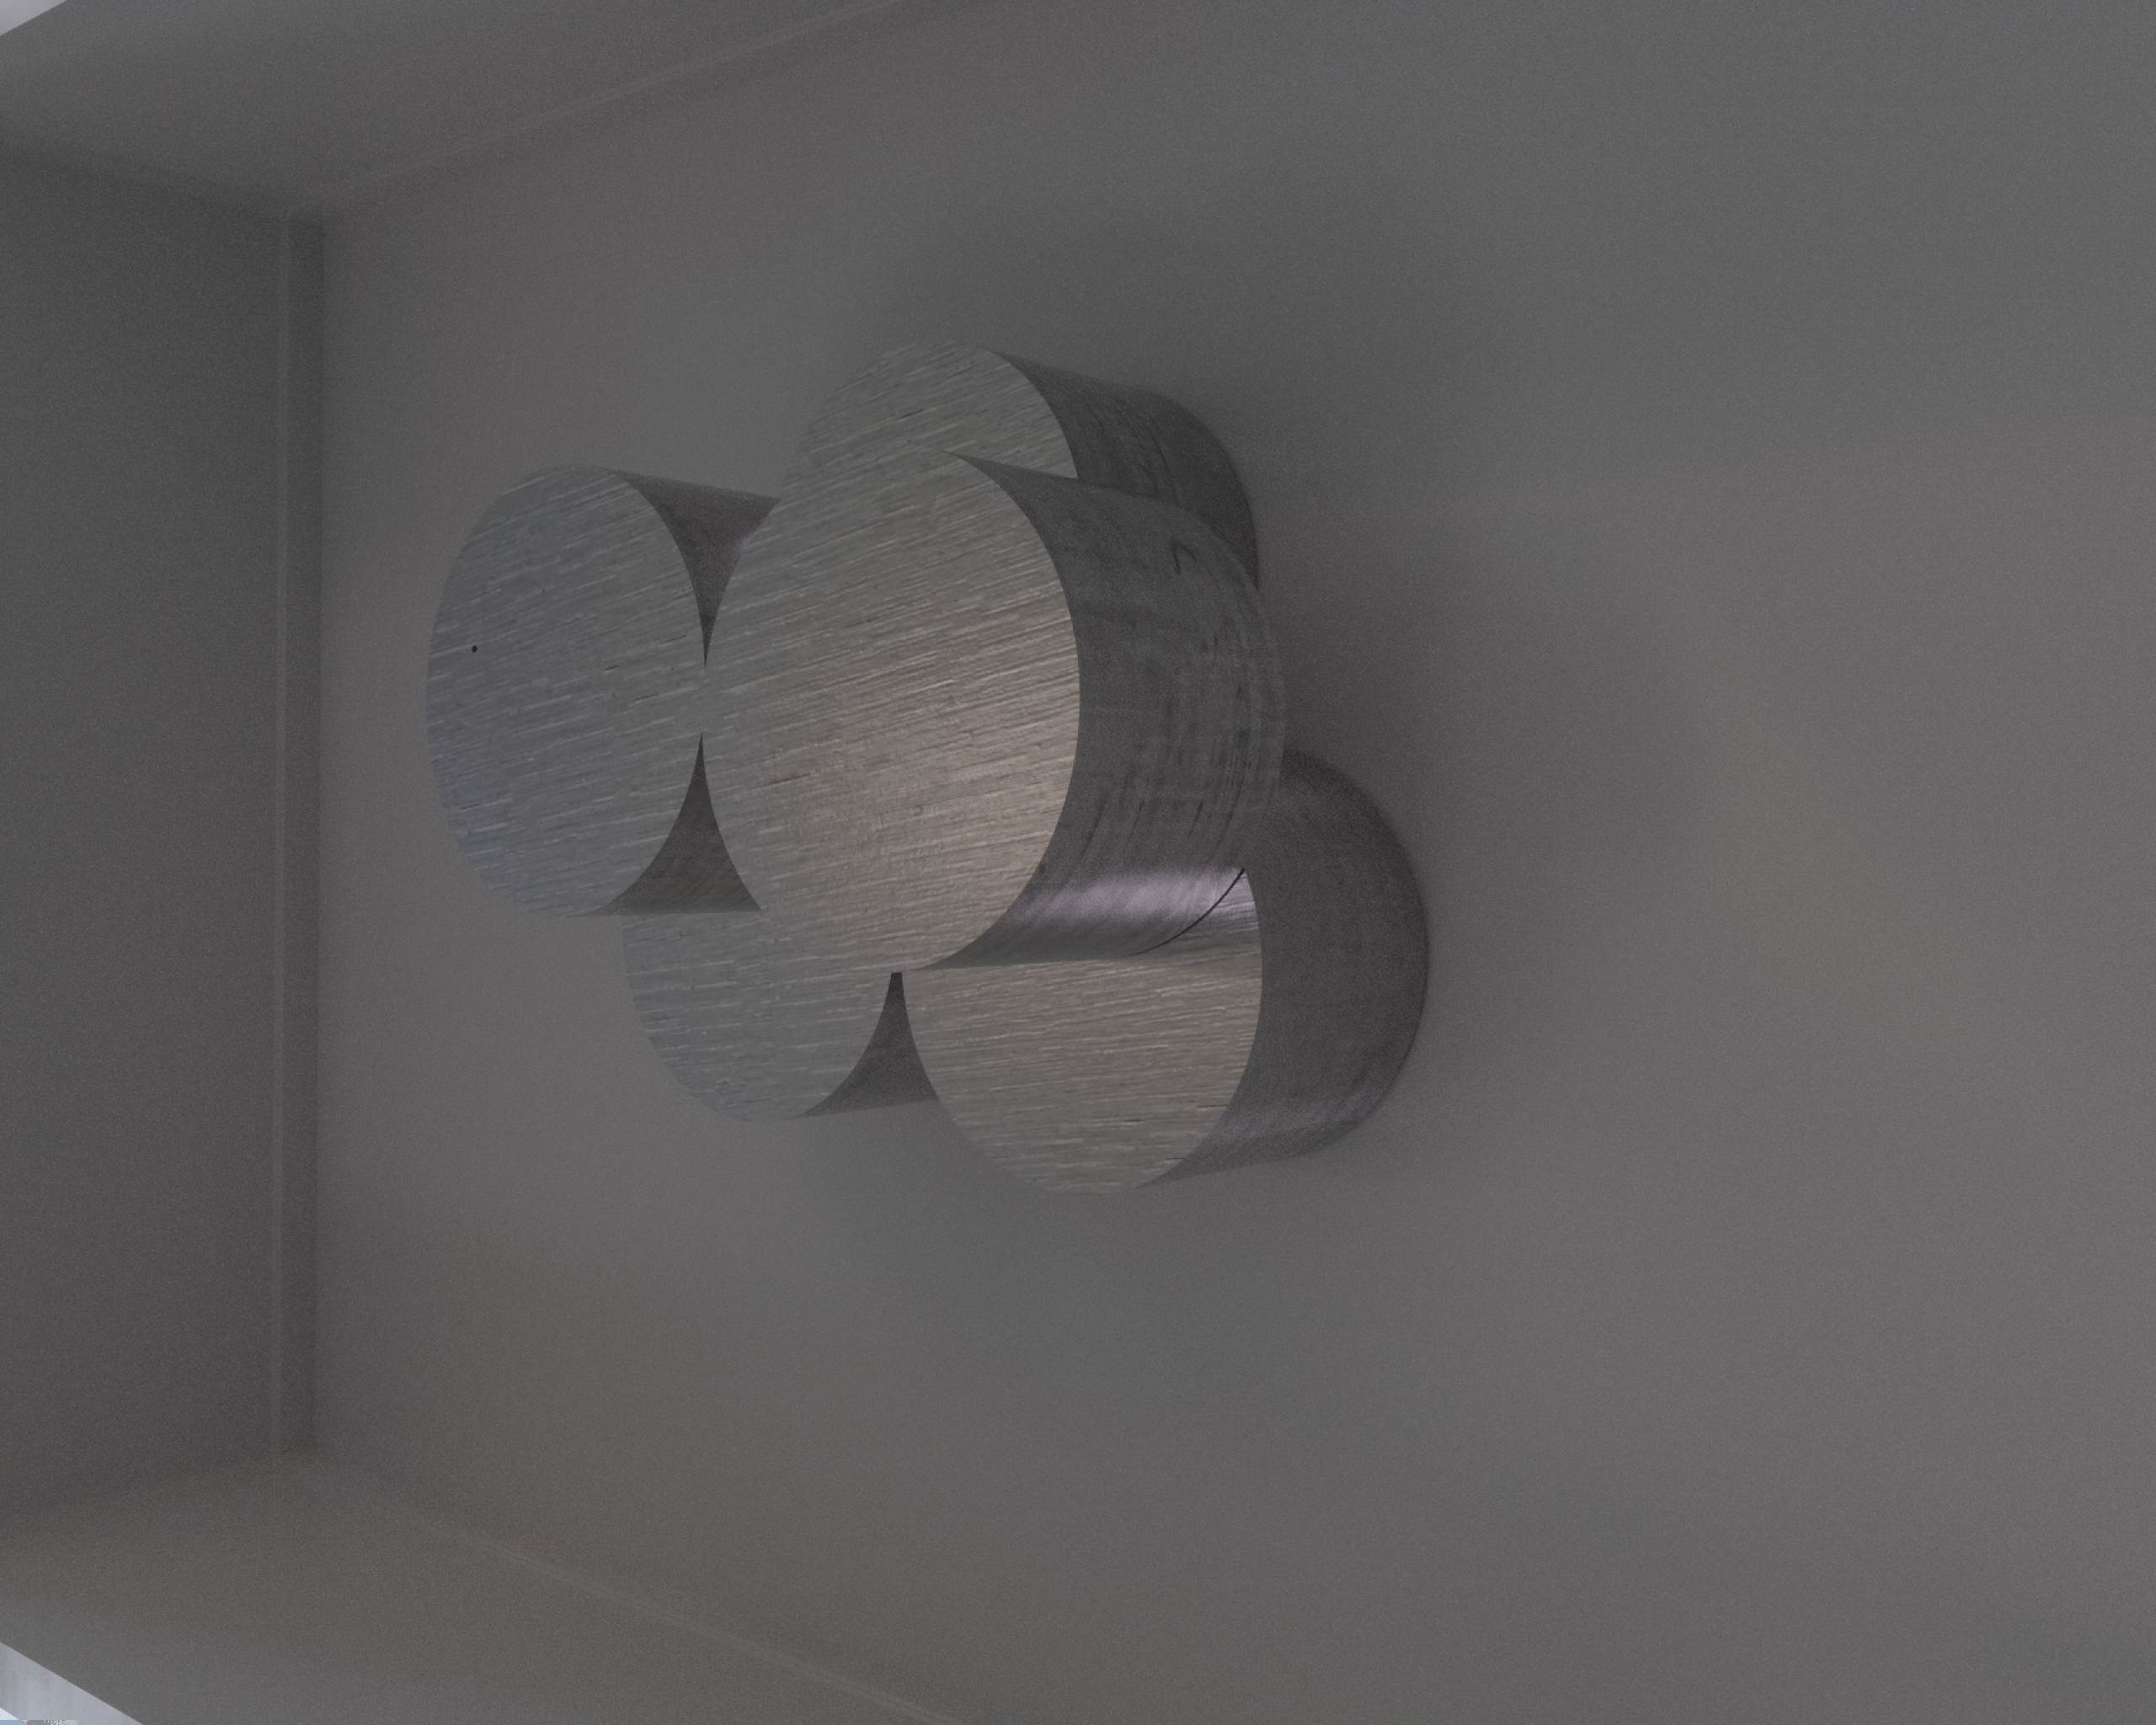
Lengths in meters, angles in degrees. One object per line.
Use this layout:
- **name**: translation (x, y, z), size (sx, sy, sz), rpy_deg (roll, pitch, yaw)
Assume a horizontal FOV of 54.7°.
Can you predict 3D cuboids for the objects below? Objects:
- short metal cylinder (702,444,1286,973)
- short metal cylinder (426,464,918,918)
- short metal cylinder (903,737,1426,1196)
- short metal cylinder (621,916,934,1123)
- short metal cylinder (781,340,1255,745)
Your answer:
- **short metal cylinder**: translation (-0.014, -0.023, 0.334), size (0.080, 0.050, 0.080), rpy_deg (0, 90, 40)
- **short metal cylinder**: translation (-0.076, -0.030, 0.386), size (0.080, 0.050, 0.080), rpy_deg (0, 90, 40)
- **short metal cylinder**: translation (0.015, 0.017, 0.376), size (0.080, 0.050, 0.080), rpy_deg (0, 90, 40)
- **short metal cylinder**: translation (-0.048, 0.011, 0.428), size (0.080, 0.050, 0.080), rpy_deg (0, 90, 40)
- **short metal cylinder**: translation (-0.013, -0.055, 0.400), size (0.080, 0.050, 0.080), rpy_deg (0, 90, 40)
